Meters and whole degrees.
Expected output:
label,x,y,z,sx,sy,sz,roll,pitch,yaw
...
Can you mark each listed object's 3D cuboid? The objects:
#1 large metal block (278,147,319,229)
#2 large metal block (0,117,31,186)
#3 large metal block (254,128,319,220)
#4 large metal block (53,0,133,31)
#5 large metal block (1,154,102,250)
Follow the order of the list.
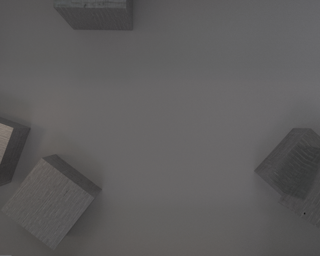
label,x,y,z,sx,sy,sz,roll,pitch,yaw
large metal block,0.198,0.078,0.350,0.080,0.050,0.080,33,90,0
large metal block,-0.228,0.024,0.397,0.080,0.050,0.080,20,90,0
large metal block,0.186,0.056,0.400,0.080,0.050,0.080,42,90,0
large metal block,-0.077,-0.158,0.383,0.081,0.080,0.050,1,90,0
large metal block,-0.135,0.092,0.398,0.080,0.050,0.080,38,90,0
